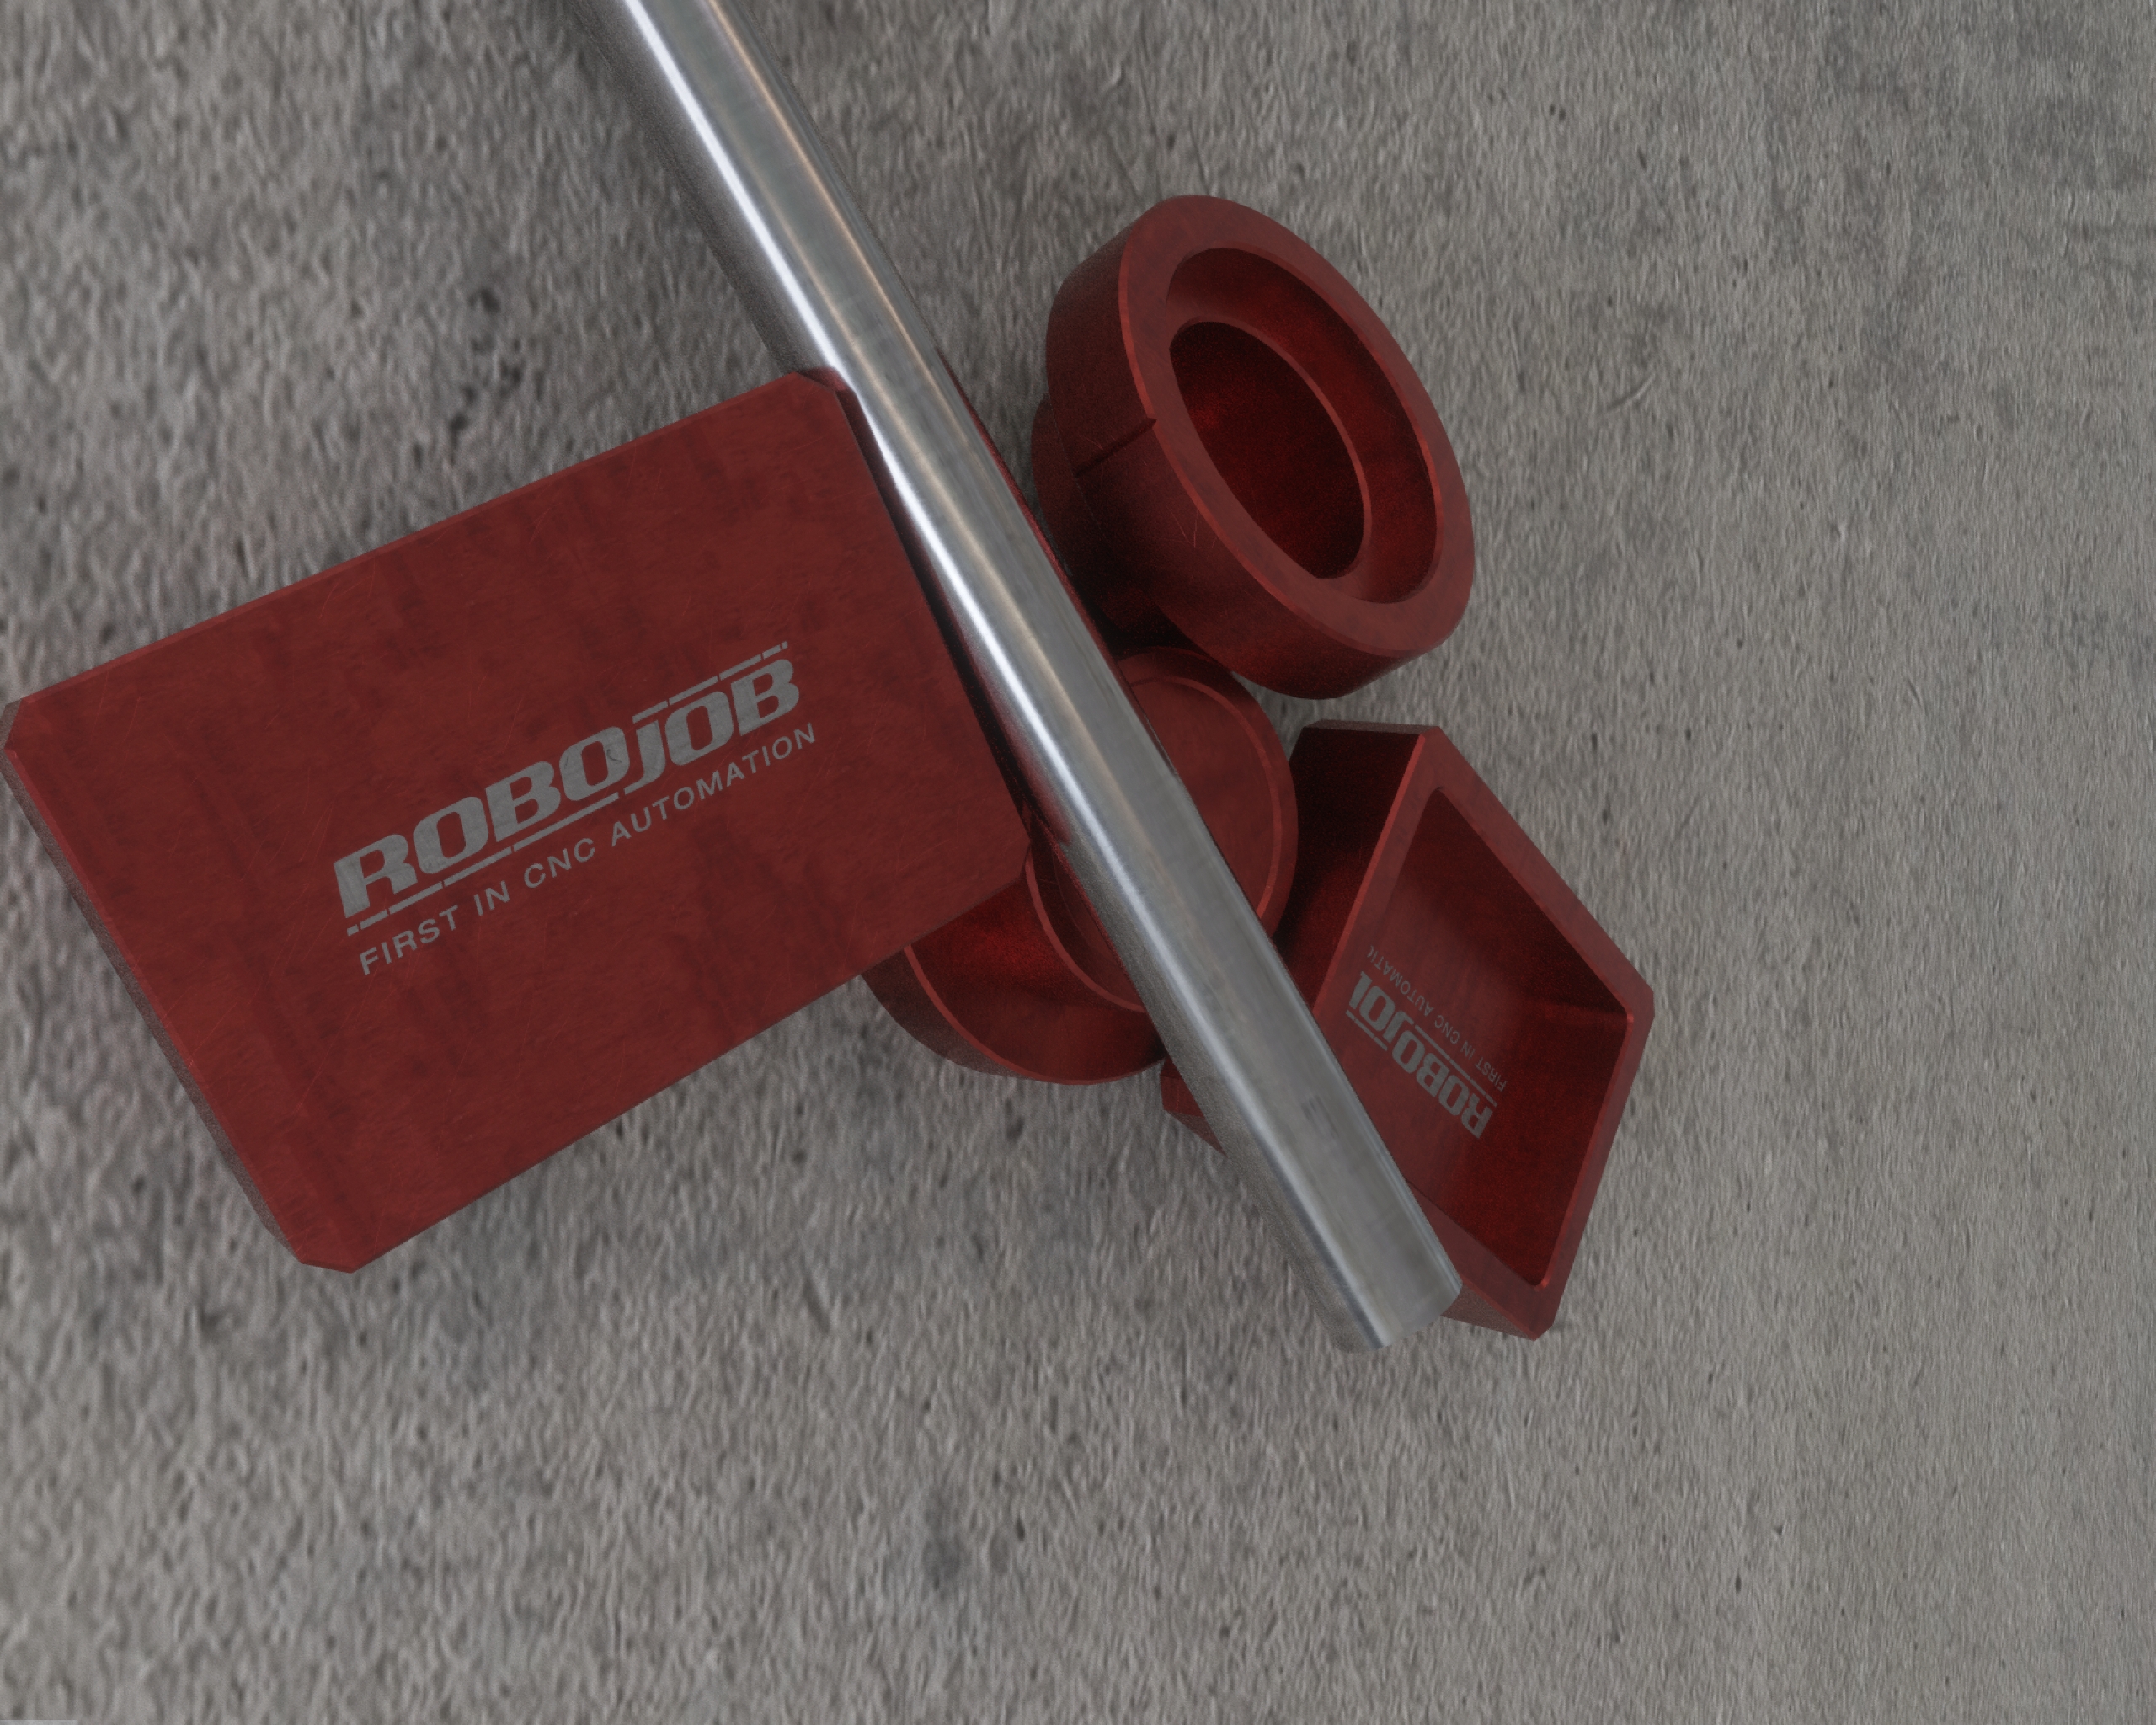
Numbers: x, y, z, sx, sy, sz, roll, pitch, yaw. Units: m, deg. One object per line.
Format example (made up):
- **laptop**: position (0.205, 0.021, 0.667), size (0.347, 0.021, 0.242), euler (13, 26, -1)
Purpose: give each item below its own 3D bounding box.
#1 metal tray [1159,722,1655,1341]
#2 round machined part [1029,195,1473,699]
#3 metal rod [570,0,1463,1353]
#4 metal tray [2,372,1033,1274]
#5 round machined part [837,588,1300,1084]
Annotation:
- **metal tray**: position (0.077, 0.039, 0.453), size (0.130, 0.030, 0.090), euler (42, 64, -44)
- **round machined part**: position (0.030, -0.076, 0.405), size (0.099, 0.042, 0.098), euler (25, 52, -36)
- **metal rod**: position (-0.017, -0.051, 0.348), size (0.025, 0.025, 0.299), euler (-34, 98, -35)
- **metal tray**: position (-0.080, -0.010, 0.321), size (0.131, 0.030, 0.090), euler (-31, 107, -27)
- **round machined part**: position (0.004, -0.006, 0.399), size (0.099, 0.042, 0.097), euler (0, 90, -40)
